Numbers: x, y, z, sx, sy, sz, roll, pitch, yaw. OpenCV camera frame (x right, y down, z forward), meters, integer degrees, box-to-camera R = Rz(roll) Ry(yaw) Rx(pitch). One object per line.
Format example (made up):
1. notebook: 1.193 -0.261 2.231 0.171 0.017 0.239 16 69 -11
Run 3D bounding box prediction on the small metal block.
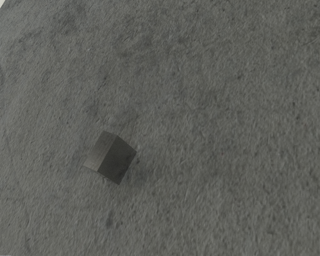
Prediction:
1. small metal block: -0.063 0.039 0.398 0.025 0.050 0.050 16 70 34
